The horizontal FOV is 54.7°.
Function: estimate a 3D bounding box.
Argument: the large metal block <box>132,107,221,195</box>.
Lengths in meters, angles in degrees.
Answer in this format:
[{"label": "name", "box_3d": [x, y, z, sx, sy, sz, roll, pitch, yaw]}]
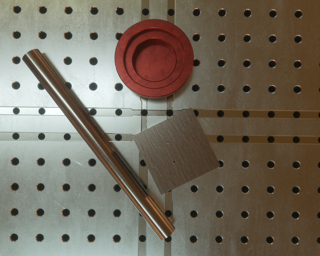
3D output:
[{"label": "large metal block", "box_3d": [0.020, 0.028, 0.401, 0.080, 0.050, 0.080, -26, 90, 0]}]

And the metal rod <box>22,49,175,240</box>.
[{"label": "metal rod", "box_3d": [-0.081, 0.022, 0.412, 0.025, 0.025, 0.299, -37, 90, 0]}]

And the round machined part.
[{"label": "round machined part", "box_3d": [-0.007, -0.087, 0.405, 0.099, 0.042, 0.097, 0, 90, 0]}]
